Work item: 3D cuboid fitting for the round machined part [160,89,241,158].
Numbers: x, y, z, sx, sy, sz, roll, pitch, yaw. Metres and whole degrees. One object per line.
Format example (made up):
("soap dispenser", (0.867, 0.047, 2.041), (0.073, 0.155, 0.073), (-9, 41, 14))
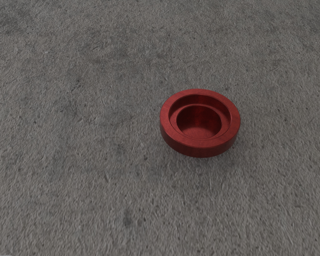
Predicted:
("round machined part", (0.049, -0.002, 0.394), (0.099, 0.042, 0.098), (0, 50, 0))
